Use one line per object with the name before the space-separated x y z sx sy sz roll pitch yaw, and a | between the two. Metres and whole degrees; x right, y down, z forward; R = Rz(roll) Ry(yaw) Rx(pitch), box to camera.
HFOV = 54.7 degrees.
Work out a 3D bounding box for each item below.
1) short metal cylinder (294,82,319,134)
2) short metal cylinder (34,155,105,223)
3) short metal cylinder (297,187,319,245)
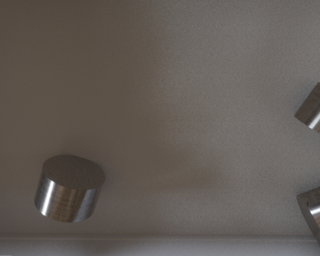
short metal cylinder | 0.215 -0.014 0.378 0.080 0.080 0.050 26 108 -10
short metal cylinder | -0.119 0.078 0.410 0.080 0.080 0.050 19 109 -7
short metal cylinder | 0.234 0.122 0.429 0.050 0.080 0.080 -24 109 8
